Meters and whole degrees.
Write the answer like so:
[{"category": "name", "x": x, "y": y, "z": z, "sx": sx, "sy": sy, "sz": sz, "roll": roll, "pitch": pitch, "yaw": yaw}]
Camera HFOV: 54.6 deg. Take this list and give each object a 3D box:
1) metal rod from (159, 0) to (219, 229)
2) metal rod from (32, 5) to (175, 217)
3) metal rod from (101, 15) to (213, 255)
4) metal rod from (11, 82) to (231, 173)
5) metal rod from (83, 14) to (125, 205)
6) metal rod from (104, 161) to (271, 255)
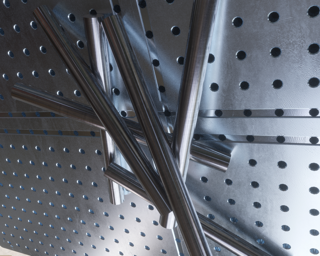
[{"category": "metal rod", "x": 0.030, "y": -0.008, "z": 0.359, "sx": 0.025, "sy": 0.025, "sz": 0.298, "roll": 16, "pitch": 115, "yaw": 19}, {"category": "metal rod", "x": -0.070, "y": -0.025, "z": 0.387, "sx": 0.025, "sy": 0.025, "sz": 0.299, "roll": -37, "pitch": 84, "yaw": 39}, {"category": "metal rod", "x": -0.004, "y": 0.012, "z": 0.360, "sx": 0.025, "sy": 0.025, "sz": 0.299, "roll": -23, "pitch": 87, "yaw": 36}, {"category": "metal rod", "x": -0.055, "y": -0.003, "z": 0.411, "sx": 0.301, "sy": 0.025, "sz": 0.025, "roll": 19, "pitch": 126, "yaw": 6}, {"category": "metal rod", "x": -0.076, "y": -0.007, "z": 0.447, "sx": 0.025, "sy": 0.025, "sz": 0.298, "roll": 12, "pitch": 124, "yaw": 22}, {"category": "metal rod", "x": 0.053, "y": 0.136, "z": 0.453, "sx": 0.301, "sy": 0.025, "sz": 0.025, "roll": 30, "pitch": 129, "yaw": 3}]
